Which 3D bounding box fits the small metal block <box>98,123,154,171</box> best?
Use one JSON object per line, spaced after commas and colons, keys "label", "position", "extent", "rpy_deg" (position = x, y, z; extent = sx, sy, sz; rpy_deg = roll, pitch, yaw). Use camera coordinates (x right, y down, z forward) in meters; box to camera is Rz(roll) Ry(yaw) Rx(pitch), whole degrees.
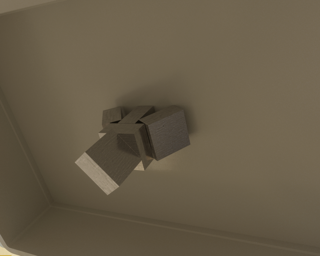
{"label": "small metal block", "position": [-0.040, 0.022, 0.376], "extent": [0.050, 0.025, 0.050], "rpy_deg": [1, 119, 28]}

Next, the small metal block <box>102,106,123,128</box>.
{"label": "small metal block", "position": [-0.059, 0.004, 0.420], "extent": [0.025, 0.050, 0.050], "rpy_deg": [-15, 115, -2]}

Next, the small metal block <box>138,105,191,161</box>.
{"label": "small metal block", "position": [0.006, 0.006, 0.388], "extent": [0.025, 0.050, 0.050], "rpy_deg": [29, 138, 55]}

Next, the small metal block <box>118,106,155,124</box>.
{"label": "small metal block", "position": [-0.025, 0.004, 0.406], "extent": [0.025, 0.050, 0.050], "rpy_deg": [1, 119, 28]}

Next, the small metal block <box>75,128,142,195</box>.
{"label": "small metal block", "position": [-0.056, 0.037, 0.344], "extent": [0.050, 0.050, 0.025], "rpy_deg": [46, 129, -4]}
